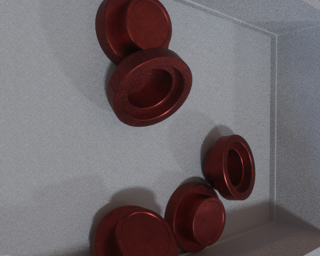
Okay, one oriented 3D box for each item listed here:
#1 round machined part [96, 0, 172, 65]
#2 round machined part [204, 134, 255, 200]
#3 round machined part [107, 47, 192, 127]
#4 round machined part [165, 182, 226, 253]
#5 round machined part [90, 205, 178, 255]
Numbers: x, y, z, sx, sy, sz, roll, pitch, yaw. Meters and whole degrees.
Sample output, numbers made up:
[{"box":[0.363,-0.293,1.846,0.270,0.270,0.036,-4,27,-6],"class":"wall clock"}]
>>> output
[{"box":[-0.024,-0.121,0.375,0.099,0.042,0.097,0,90,-40],"class":"round machined part"},{"box":[0.104,0.061,0.474,0.099,0.042,0.098,14,71,-46],"class":"round machined part"},{"box":[-0.015,-0.051,0.361,0.099,0.042,0.097,-20,141,-17],"class":"round machined part"},{"box":[0.057,0.129,0.443,0.099,0.042,0.097,0,90,-40],"class":"round machined part"},{"box":[-0.023,0.128,0.342,0.099,0.042,0.098,19,40,-17],"class":"round machined part"}]
